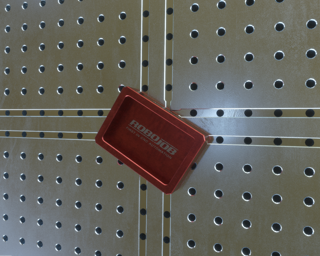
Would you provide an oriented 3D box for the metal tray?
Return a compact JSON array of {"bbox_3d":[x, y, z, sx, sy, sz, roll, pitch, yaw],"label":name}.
[{"bbox_3d":[-0.013,0.015,0.413,0.130,0.030,0.090,34,101,16],"label":"metal tray"}]
